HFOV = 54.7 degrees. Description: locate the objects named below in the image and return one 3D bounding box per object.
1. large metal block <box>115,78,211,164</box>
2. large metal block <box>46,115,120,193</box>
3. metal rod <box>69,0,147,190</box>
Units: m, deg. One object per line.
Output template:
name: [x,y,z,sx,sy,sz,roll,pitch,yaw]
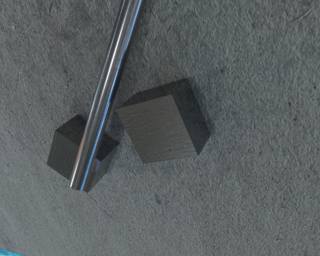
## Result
large metal block: [0.006,-0.007,0.384,0.080,0.050,0.080,-12,113,33]
large metal block: [-0.120,0.040,0.479,0.080,0.050,0.079,34,129,6]
metal rod: [-0.065,-0.044,0.376,0.025,0.025,0.298,28,116,11]
